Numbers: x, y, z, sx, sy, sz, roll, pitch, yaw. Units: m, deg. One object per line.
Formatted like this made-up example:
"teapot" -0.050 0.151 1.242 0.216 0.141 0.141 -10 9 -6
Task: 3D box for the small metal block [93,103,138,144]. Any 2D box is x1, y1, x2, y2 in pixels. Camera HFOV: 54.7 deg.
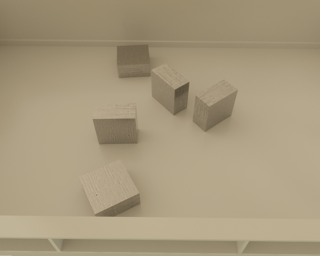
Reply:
"small metal block" -0.054 -0.005 0.392 0.050 0.050 0.025 -1 50 -1

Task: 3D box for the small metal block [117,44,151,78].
"small metal block" -0.042 -0.107 0.495 0.050 0.025 0.050 -4 50 -4

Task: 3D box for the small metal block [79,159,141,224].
"small metal block" -0.056 0.070 0.346 0.050 0.025 0.050 -23 54 -18

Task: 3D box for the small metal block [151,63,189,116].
"small metal block" 0.013 -0.054 0.434 0.025 0.050 0.050 -32 57 -24

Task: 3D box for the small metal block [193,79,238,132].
"small metal block" 0.073 -0.029 0.414 0.050 0.050 0.025 -30 57 -23
